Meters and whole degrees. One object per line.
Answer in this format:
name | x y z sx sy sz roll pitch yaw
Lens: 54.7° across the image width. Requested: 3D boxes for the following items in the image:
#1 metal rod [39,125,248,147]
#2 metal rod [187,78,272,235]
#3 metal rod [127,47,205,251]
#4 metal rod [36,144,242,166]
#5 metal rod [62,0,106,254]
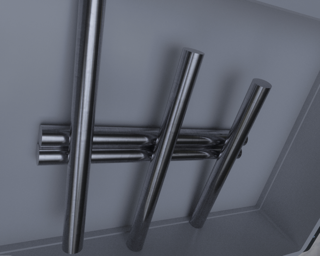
metal rod | -0.001 0.013 0.416 0.303 0.025 0.025 2 118 -30
metal rod | 0.094 0.063 0.470 0.025 0.025 0.298 -4 129 -27
metal rod | 0.000 0.045 0.404 0.025 0.025 0.298 1 118 -30
metal rod | -0.008 0.034 0.426 0.303 0.025 0.025 2 118 -30
metal rod | -0.085 0.007 0.335 0.025 0.025 0.298 -1 111 -29
